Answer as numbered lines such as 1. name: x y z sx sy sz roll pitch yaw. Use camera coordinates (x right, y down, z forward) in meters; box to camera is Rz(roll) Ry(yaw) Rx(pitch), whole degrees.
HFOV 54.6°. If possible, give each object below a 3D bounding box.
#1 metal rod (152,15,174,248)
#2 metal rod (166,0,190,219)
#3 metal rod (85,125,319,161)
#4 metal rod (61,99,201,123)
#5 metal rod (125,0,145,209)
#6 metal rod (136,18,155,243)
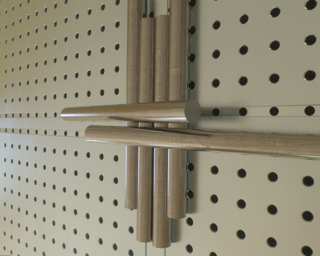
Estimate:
1. metal rod: 0.004 0.005 0.408 0.025 0.025 0.298 1 91 40
2. metal rod: 0.023 -0.038 0.390 0.025 0.025 0.298 1 91 40
3. metal rod: 0.032 0.013 0.357 0.300 0.025 0.025 2 92 31
4. metal rod: -0.064 -0.021 0.433 0.299 0.025 0.025 2 91 49
5. metal rod: -0.035 -0.037 0.439 0.025 0.025 0.298 1 91 40
6. metal rod: -0.017 0.003 0.423 0.025 0.025 0.298 2 91 40
